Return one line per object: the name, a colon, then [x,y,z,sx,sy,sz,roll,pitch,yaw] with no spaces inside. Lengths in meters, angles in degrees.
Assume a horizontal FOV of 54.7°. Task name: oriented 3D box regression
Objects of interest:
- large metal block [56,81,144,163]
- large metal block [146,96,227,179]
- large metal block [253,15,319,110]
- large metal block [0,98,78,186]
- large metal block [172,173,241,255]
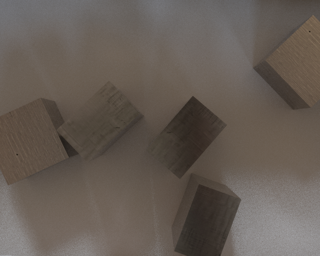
large metal block: [-0.068,-0.007,0.383,0.080,0.080,0.050,-43,90,0]
large metal block: [0.029,0.010,0.384,0.050,0.080,0.080,41,90,0]
large metal block: [0.184,-0.081,0.400,0.080,0.050,0.080,-44,90,0]
large metal block: [-0.163,0.016,0.398,0.080,0.050,0.080,-25,90,0]
large metal block: [0.053,0.108,0.384,0.050,0.080,0.080,20,90,0]
